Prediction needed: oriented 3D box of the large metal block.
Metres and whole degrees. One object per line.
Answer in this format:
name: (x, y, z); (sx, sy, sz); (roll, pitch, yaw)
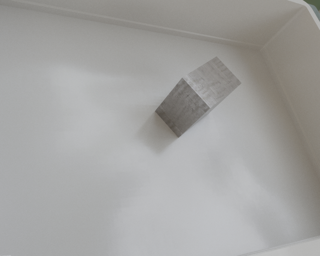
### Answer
large metal block: (0.052, -0.042, 0.426); (0.050, 0.080, 0.081); (49, 51, 6)
